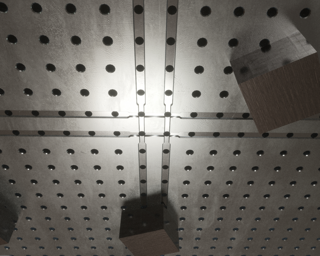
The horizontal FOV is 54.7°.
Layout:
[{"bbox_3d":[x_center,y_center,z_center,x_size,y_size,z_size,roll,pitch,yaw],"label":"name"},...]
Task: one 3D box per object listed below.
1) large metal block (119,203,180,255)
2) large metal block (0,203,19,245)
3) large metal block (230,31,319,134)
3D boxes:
[{"bbox_3d":[-0.017,0.187,0.555,0.080,0.050,0.080,-16,129,13],"label":"large metal block"},{"bbox_3d":[-0.310,0.163,0.529,0.080,0.050,0.080,-16,129,13],"label":"large metal block"},{"bbox_3d":[0.136,-0.049,0.355,0.080,0.050,0.080,-22,127,17],"label":"large metal block"}]
